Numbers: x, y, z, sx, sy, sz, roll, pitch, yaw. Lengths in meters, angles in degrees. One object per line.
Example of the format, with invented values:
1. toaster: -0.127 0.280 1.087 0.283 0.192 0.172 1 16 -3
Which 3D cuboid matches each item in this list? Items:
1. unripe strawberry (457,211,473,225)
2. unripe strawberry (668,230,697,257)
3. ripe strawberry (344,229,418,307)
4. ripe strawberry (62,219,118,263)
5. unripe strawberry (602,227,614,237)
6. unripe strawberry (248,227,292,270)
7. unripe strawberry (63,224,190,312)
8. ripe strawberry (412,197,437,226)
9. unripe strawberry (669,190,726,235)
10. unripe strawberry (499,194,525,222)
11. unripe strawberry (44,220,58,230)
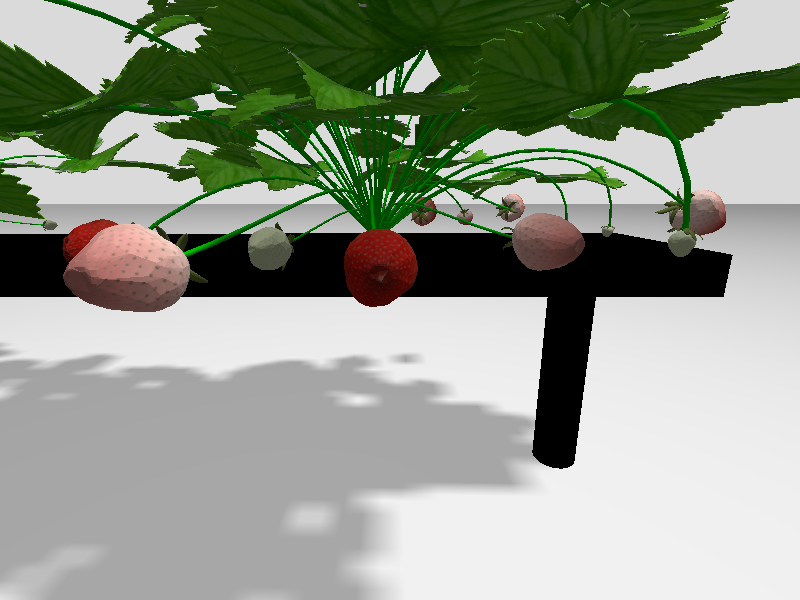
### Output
1. unripe strawberry: 0.081 -0.102 0.498 0.019 0.017 0.019 9 -29 32
2. unripe strawberry: 0.116 -0.023 0.165 0.011 0.011 0.010 -11 18 -35
3. ripe strawberry: -0.007 -0.011 0.142 0.027 0.028 0.029 -1 16 -3
4. ripe strawberry: -0.139 -0.023 0.184 0.024 0.027 0.026 10 19 34
5. unripe strawberry: 0.189 -0.062 0.365 0.010 0.010 0.009 -1 15 -5
6. unripe strawberry: -0.070 -0.026 0.210 0.022 0.023 0.023 5 16 19
7. unripe strawberry: -0.088 -0.010 0.128 0.033 0.028 0.033 4 16 16
8. ripe strawberry: 0.031 -0.108 0.489 0.030 0.034 0.033 5 15 18
9. unripe strawberry: 0.276 -0.079 0.367 0.046 0.039 0.045 20 12 -10
10. unripe strawberry: 0.157 -0.127 0.553 0.033 0.038 0.036 12 18 38
11. unripe strawberry: -0.380 -0.082 0.436 0.011 0.011 0.011 14 20 42
